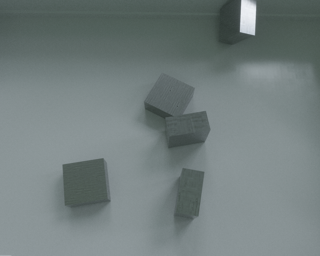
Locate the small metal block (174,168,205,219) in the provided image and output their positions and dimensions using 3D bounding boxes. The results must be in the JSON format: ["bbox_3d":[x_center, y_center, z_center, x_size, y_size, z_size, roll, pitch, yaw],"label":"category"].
[{"bbox_3d":[0.034,0.079,0.368,0.025,0.050,0.050,10,70,3],"label":"small metal block"}]

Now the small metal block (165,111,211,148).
[{"bbox_3d":[0.034,0.003,0.395,0.050,0.050,0.025,-10,71,-4],"label":"small metal block"}]

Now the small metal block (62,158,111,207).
[{"bbox_3d":[-0.091,0.068,0.384,0.050,0.025,0.050,-9,70,-3],"label":"small metal block"}]

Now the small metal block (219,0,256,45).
[{"bbox_3d":[0.110,-0.152,0.443,0.025,0.050,0.050,4,88,-23],"label":"small metal block"}]

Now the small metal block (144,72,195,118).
[{"bbox_3d":[0.013,-0.040,0.424,0.050,0.025,0.050,27,72,9],"label":"small metal block"}]
